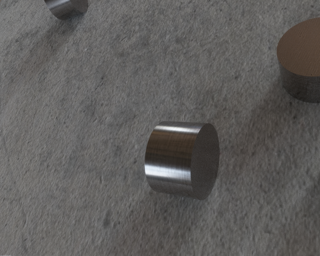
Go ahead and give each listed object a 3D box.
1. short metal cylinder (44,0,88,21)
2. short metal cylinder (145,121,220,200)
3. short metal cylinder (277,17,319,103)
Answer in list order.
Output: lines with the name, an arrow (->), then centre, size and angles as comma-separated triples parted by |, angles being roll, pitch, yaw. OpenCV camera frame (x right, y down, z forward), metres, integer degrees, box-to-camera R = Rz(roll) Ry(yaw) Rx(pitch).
short metal cylinder -> -0.191, -0.267, 0.630 | 0.050, 0.080, 0.080 | -13, 56, 20
short metal cylinder -> 0.027, 0.033, 0.333 | 0.050, 0.080, 0.080 | 4, 64, 30
short metal cylinder -> 0.174, -0.074, 0.342 | 0.080, 0.050, 0.080 | -13, 56, 20
